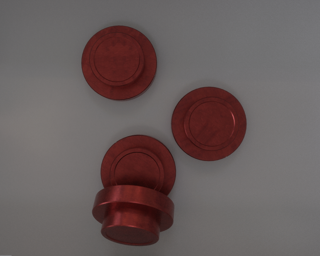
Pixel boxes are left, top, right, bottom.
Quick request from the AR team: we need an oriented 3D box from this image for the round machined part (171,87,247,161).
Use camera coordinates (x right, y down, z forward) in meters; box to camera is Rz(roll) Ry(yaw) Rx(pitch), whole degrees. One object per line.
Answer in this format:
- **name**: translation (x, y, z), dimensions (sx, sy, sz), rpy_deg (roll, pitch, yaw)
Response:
- **round machined part**: translation (0.064, -0.005, 0.403), dimensions (0.099, 0.042, 0.097), rpy_deg (0, 90, 0)

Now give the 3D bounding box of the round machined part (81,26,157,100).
- **round machined part**: translation (-0.053, -0.085, 0.402), dimensions (0.099, 0.042, 0.097), rpy_deg (0, 90, 0)

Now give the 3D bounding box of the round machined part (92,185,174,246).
- **round machined part**: translation (-0.033, 0.110, 0.373), dimensions (0.099, 0.097, 0.042), rpy_deg (7, 52, 0)

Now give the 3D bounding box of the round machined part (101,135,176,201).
- **round machined part**: translation (-0.028, 0.058, 0.403), dimensions (0.099, 0.042, 0.097), rpy_deg (0, 90, 0)
